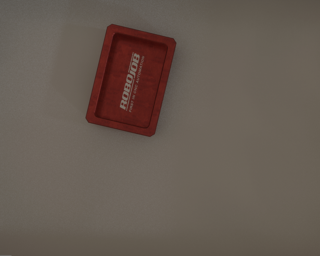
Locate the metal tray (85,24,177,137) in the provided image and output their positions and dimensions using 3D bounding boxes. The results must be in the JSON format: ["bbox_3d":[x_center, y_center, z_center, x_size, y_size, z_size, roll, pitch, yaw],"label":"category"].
[{"bbox_3d":[-0.037,-0.061,0.408,0.091,0.030,0.129,13,90,-1],"label":"metal tray"}]
